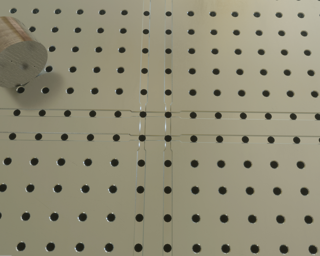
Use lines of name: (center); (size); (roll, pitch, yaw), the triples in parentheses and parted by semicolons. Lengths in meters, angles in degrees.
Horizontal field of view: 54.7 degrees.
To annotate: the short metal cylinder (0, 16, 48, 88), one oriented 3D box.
short metal cylinder: (-0.202, -0.101, 0.417); (0.080, 0.080, 0.050); (-40, 75, -13)
